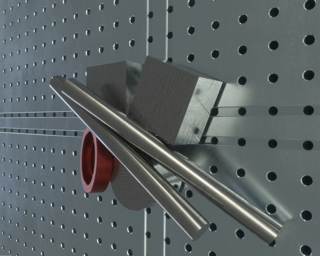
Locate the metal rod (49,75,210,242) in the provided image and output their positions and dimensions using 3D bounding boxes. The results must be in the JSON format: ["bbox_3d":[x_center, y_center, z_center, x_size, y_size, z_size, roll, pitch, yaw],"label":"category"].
[{"bbox_3d":[-0.056,0.018,0.383,0.300,0.025,0.025,41,115,31],"label":"metal rod"}]

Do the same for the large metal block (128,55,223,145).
[{"bbox_3d":[0.016,-0.034,0.374,0.080,0.050,0.079,31,109,35],"label":"large metal block"}]

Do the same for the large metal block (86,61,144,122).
[{"bbox_3d":[-0.057,-0.045,0.431,0.080,0.050,0.079,1,91,40],"label":"large metal block"}]

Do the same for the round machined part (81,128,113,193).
[{"bbox_3d":[-0.083,0.044,0.447,0.098,0.042,0.097,-13,75,62],"label":"round machined part"}]

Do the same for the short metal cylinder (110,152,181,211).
[{"bbox_3d":[-0.019,0.062,0.402,0.080,0.050,0.079,0,90,40],"label":"short metal cylinder"}]

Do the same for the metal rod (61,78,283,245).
[{"bbox_3d":[-0.002,0.026,0.357,0.300,0.025,0.025,34,112,19],"label":"metal rod"}]
